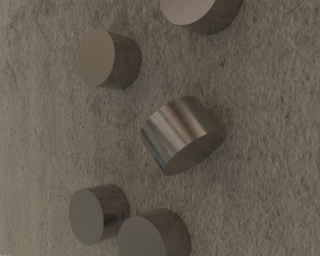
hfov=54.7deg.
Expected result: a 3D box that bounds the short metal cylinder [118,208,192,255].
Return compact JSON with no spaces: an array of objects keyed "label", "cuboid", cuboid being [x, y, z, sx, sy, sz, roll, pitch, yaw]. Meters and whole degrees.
[{"label":"short metal cylinder","cuboid":[-0.007,0.147,0.393,0.080,0.050,0.079,0,90,39]}]

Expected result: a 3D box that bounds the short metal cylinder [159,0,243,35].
[{"label":"short metal cylinder","cuboid":[0.046,-0.151,0.349,0.080,0.050,0.079,0,90,39]}]

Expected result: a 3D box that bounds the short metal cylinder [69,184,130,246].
[{"label":"short metal cylinder","cuboid":[-0.091,0.127,0.461,0.080,0.050,0.079,0,90,39]}]

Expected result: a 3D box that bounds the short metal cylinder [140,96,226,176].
[{"label":"short metal cylinder","cuboid":[0.025,0.010,0.347,0.080,0.081,0.050,-48,62,29]}]

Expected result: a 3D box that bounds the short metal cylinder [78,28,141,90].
[{"label":"short metal cylinder","cuboid":[-0.074,-0.097,0.447,0.080,0.050,0.079,0,90,39]}]
